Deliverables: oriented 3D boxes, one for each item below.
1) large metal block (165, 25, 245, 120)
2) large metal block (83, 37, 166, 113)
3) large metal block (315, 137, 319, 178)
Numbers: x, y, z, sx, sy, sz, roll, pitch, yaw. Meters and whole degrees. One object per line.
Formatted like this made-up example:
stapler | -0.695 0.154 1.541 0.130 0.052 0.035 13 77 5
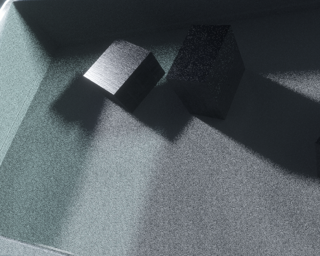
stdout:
large metal block | 0.060 -0.068 0.381 0.050 0.080 0.080 13 68 33
large metal block | -0.053 -0.081 0.468 0.080 0.050 0.080 33 80 38
large metal block | 0.182 0.011 0.268 0.050 0.080 0.080 34 81 38
